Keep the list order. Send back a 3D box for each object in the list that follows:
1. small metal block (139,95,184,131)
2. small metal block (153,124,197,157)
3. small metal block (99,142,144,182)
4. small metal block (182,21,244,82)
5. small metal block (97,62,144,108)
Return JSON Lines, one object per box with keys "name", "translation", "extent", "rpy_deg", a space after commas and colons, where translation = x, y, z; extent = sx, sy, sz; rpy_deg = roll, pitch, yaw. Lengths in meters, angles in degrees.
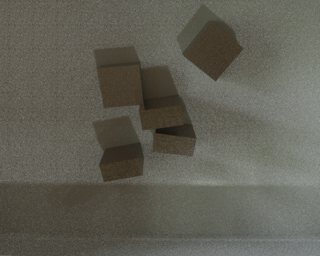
{"name": "small metal block", "translation": [0.002, -0.020, 0.391], "extent": [0.050, 0.050, 0.025], "rpy_deg": [-8, 110, 2]}
{"name": "small metal block", "translation": [0.018, 0.012, 0.403], "extent": [0.050, 0.050, 0.025], "rpy_deg": [7, 110, -3]}
{"name": "small metal block", "translation": [-0.049, 0.045, 0.414], "extent": [0.050, 0.050, 0.025], "rpy_deg": [-10, 110, 3]}
{"name": "small metal block", "translation": [0.063, -0.094, 0.378], "extent": [0.050, 0.025, 0.050], "rpy_deg": [36, 106, -13]}
{"name": "small metal block", "translation": [-0.048, -0.055, 0.391], "extent": [0.050, 0.025, 0.050], "rpy_deg": [-5, 110, 1]}
